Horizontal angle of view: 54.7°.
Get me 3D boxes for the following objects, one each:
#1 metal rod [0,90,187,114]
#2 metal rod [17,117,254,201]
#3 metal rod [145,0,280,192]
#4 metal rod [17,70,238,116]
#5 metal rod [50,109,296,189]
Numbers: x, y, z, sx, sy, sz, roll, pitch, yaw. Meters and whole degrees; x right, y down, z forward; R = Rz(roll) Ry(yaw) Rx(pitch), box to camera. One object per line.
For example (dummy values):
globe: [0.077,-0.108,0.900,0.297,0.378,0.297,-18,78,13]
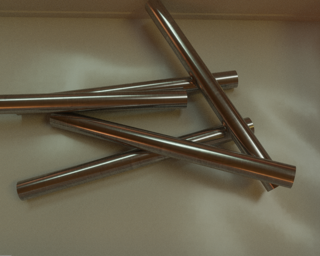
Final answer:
metal rod: [-0.116,-0.033,0.397,0.302,0.025,0.025,-2,70,-5]
metal rod: [-0.025,0.037,0.395,0.302,0.025,0.025,-15,71,-6]
metal rod: [0.062,-0.055,0.402,0.025,0.025,0.299,-28,73,-10]
metal rod: [-0.044,-0.049,0.426,0.302,0.025,0.025,-8,70,-3]
metal rod: [0.002,0.020,0.373,0.301,0.025,0.025,13,70,16]
